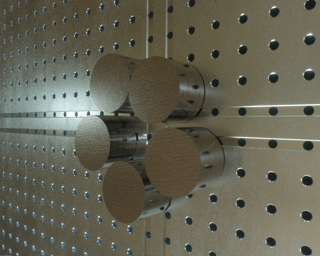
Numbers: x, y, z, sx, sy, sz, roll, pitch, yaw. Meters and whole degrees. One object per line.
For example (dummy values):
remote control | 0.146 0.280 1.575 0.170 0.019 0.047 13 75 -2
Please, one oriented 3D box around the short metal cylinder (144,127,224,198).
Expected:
short metal cylinder | 0.028 0.039 0.369 0.080 0.050 0.079 1 92 39

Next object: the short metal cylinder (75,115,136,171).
short metal cylinder | -0.082 0.021 0.460 0.080 0.050 0.079 0 91 40

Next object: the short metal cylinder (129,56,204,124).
short metal cylinder | 0.007 -0.045 0.386 0.080 0.050 0.079 0 91 40

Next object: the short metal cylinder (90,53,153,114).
short metal cylinder | -0.053 -0.061 0.436 0.080 0.050 0.079 0 90 39

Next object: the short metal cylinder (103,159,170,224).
short metal cylinder | -0.032 0.083 0.418 0.080 0.050 0.080 0 89 40
